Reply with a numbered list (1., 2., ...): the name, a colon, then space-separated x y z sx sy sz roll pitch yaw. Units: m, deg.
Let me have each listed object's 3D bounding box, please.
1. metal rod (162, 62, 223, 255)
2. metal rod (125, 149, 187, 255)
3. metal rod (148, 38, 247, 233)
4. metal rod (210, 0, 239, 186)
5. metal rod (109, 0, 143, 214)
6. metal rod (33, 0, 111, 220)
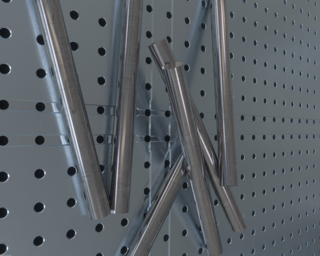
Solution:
1. metal rod: 0.049 0.059 0.416 0.025 0.025 0.299 -34 121 -35
2. metal rod: -0.010 0.124 0.399 0.025 0.025 0.300 43 64 -32
3. metal rod: 0.058 0.023 0.423 0.025 0.025 0.299 -39 113 -33
4. metal rod: 0.091 -0.068 0.446 0.025 0.025 0.299 12 71 -39
5. metal rod: -0.040 -0.050 0.374 0.025 0.025 0.299 6 86 -40
6. metal rod: -0.097 -0.046 0.326 0.025 0.025 0.298 -19 102 -38
